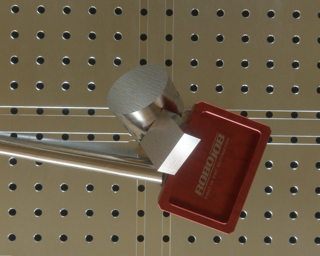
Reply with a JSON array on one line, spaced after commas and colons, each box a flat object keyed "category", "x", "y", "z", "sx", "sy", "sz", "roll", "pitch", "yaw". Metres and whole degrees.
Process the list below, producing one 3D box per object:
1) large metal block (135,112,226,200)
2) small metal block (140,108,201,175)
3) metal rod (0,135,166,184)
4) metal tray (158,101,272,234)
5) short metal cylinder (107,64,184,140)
[{"category": "large metal block", "x": 0.025, "y": 0.035, "z": 0.400, "sx": 0.080, "sy": 0.050, "sz": 0.080, "roll": -35, "pitch": 90, "yaw": 0}, {"category": "small metal block", "x": 0.010, "y": 0.015, "z": 0.341, "sx": 0.025, "sy": 0.050, "sz": 0.050, "roll": 21, "pitch": 111, "yaw": -39}, {"category": "metal rod", "x": -0.142, "y": 0.031, "z": 0.382, "sx": 0.301, "sy": 0.025, "sz": 0.025, "roll": 8, "pitch": 90, "yaw": 11}, {"category": "metal tray", "x": 0.061, "y": 0.044, "z": 0.359, "sx": 0.090, "sy": 0.030, "sz": 0.129, "roll": 21, "pitch": 90, "yaw": 0}, {"category": "short metal cylinder", "x": -0.017, "y": -0.032, "z": 0.379, "sx": 0.080, "sy": 0.080, "sz": 0.050, "roll": -35, "pitch": 133, "yaw": 0}]
